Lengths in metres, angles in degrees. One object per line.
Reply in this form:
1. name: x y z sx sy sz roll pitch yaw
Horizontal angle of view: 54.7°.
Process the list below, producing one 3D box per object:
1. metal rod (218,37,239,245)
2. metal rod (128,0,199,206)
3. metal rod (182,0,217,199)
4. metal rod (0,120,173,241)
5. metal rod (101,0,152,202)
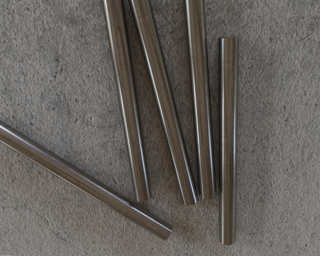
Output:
1. metal rod: 0.092 0.031 0.421 0.025 0.025 0.298 -4 110 1
2. metal rod: 0.007 -0.031 0.398 0.025 0.025 0.298 -13 110 5
3. metal rod: 0.051 -0.044 0.393 0.025 0.025 0.298 -6 110 2
4. metal rod: -0.110 0.075 0.436 0.301 0.025 0.025 35 106 -12
5. metal rod: -0.041 -0.040 0.394 0.025 0.025 0.298 -6 110 2
